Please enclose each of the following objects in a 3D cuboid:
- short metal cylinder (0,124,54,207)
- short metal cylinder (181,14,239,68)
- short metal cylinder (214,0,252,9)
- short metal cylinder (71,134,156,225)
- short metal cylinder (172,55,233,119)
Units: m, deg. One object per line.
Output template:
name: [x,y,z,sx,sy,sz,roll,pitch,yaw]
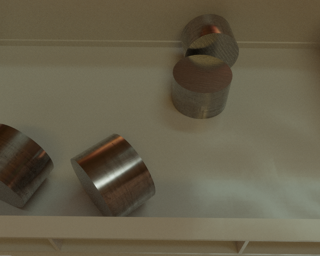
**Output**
short metal cylinder: [-0.165,0.041,0.334,0.080,0.080,0.050,19,53,15]
short metal cylinder: [0.075,-0.125,0.475,0.081,0.080,0.050,-4,50,-3]
short metal cylinder: [0.153,-0.288,0.634,0.080,0.050,0.080,0,50,0]
short metal cylinder: [-0.050,0.053,0.325,0.050,0.080,0.080,-33,57,-24]
short metal cylinder: [0.058,-0.059,0.439,0.080,0.050,0.080,0,50,0]
